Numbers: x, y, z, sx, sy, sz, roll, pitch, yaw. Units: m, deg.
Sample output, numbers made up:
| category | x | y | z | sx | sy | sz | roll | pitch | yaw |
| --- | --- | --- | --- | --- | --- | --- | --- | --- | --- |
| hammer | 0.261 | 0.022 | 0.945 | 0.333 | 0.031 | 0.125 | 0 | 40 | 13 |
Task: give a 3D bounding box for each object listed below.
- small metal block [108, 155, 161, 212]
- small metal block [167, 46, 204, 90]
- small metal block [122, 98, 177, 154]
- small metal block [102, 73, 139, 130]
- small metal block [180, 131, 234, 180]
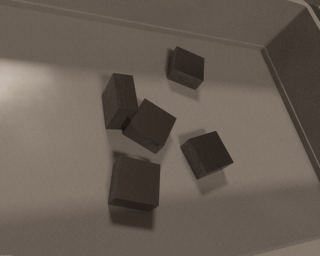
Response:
| category | x | y | z | sx | sy | sz | roll | pitch | yaw |
| --- | --- | --- | --- | --- | --- | --- | --- | --- | --- |
| small metal block | -0.028 | 0.064 | 0.353 | 0.050 | 0.025 | 0.050 | 16 | 55 | -20 |
| small metal block | 0.041 | -0.094 | 0.487 | 0.050 | 0.025 | 0.050 | 19 | 54 | -18 |
| small metal block | -0.013 | -0.003 | 0.402 | 0.050 | 0.025 | 0.050 | 32 | 51 | -8 |
| small metal block | -0.051 | -0.032 | 0.383 | 0.025 | 0.050 | 0.050 | 3 | 61 | -27 |
| small metal block | 0.063 | 0.036 | 0.420 | 0.050 | 0.025 | 0.050 | -14 | 69 | -34 |
